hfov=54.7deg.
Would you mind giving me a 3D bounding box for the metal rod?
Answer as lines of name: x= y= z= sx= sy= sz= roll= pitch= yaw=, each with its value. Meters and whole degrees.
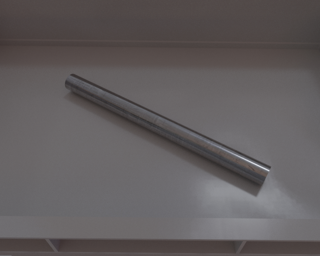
metal rod: x=-0.004 y=-0.007 z=0.408 sx=0.301 sy=0.025 sz=0.025 roll=26 pitch=55 yaw=20
